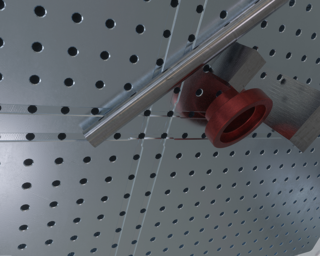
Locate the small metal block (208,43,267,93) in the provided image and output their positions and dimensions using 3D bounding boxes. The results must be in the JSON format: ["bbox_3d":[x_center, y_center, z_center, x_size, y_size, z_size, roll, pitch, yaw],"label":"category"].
[{"bbox_3d":[0.098,-0.079,0.398,0.025,0.050,0.050,35,98,-34],"label":"small metal block"}]

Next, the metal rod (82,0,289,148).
[{"bbox_3d":[0.034,-0.077,0.381,0.301,0.025,0.025,-37,129,-3],"label":"metal rod"}]

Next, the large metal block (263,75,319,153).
[{"bbox_3d":[0.205,-0.023,0.474,0.050,0.080,0.080,32,101,-38],"label":"large metal block"}]

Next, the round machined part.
[{"bbox_3d":[0.103,-0.019,0.430,0.099,0.042,0.098,-26,151,-16],"label":"round machined part"}]
